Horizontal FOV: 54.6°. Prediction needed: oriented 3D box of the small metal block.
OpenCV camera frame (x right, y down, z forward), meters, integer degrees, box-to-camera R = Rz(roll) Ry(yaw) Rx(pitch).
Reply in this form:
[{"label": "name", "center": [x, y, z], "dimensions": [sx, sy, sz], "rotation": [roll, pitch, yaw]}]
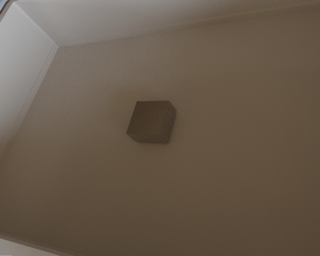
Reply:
[{"label": "small metal block", "center": [-0.011, -0.008, 0.413], "dimensions": [0.050, 0.025, 0.050], "rotation": [2, 63, 29]}]
